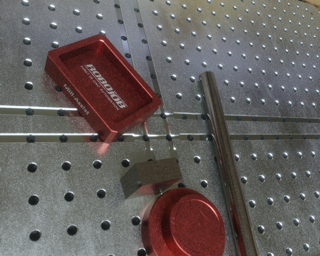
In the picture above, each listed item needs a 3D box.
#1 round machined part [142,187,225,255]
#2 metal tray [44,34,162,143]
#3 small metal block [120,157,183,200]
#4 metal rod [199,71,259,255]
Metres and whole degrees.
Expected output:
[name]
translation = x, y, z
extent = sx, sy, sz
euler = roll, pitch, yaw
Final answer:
[round machined part]
translation = 0.033, 0.114, 0.347
extent = 0.099, 0.042, 0.098
euler = 14, 56, -21
[metal tray]
translation = -0.072, -0.055, 0.400
extent = 0.130, 0.030, 0.091
euler = 49, 51, 6
[small metal block]
translation = -0.011, 0.058, 0.352
extent = 0.050, 0.050, 0.025
euler = -5, 65, -31
[metal rod]
translation = 0.093, 0.047, 0.431
extent = 0.025, 0.025, 0.299
euler = 7, 59, -25
